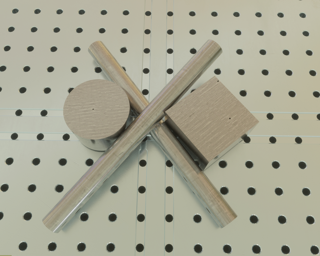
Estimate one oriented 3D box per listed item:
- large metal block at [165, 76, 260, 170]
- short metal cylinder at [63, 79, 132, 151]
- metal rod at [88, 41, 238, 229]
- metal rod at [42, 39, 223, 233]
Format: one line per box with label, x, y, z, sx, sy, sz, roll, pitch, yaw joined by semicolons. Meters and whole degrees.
large metal block;0.063;-0.005;0.396;0.080;0.050;0.080;-37;74;-12
short metal cylinder;-0.077;-0.016;0.400;0.081;0.050;0.080;0;70;0
metal rod;-0.006;-0.003;0.408;0.025;0.025;0.300;-34;74;-12
metal rod;-0.029;0.005;0.383;0.025;0.025;0.300;41;83;13
